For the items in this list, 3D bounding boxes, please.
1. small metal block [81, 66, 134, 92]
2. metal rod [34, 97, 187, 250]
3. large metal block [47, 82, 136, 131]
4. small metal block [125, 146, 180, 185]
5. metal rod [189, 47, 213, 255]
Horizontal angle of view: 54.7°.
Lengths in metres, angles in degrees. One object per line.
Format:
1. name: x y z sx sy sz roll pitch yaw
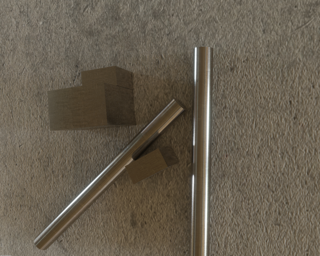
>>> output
1. small metal block: -0.070 -0.064 0.419 0.050 0.050 0.025 -5 88 19
2. metal rod: -0.077 0.072 0.434 0.299 0.025 0.025 -45 77 14
3. large metal block: -0.087 -0.025 0.409 0.080 0.080 0.050 -5 89 19
4. small metal block: -0.009 0.047 0.398 0.050 0.050 0.025 -30 81 17
5. metal rod: 0.052 0.050 0.390 0.025 0.025 0.298 1 90 19
